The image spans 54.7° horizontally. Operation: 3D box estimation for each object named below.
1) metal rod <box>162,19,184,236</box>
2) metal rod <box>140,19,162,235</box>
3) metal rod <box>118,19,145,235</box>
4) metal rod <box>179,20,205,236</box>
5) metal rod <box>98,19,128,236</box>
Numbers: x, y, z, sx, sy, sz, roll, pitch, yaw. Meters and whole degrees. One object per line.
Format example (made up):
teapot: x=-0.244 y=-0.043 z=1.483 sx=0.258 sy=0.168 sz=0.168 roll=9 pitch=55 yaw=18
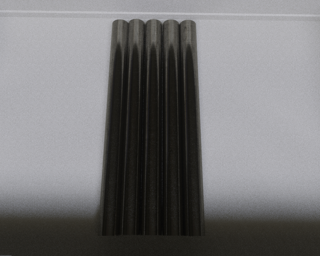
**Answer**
metal rod: x=0.016 y=-0.014 z=0.414 sx=0.025 sy=0.025 sz=0.299 roll=0 pitch=70 yaw=0
metal rod: x=-0.010 y=-0.015 z=0.414 sx=0.025 sy=0.025 sz=0.299 roll=0 pitch=70 yaw=0
metal rod: x=-0.035 y=-0.015 z=0.413 sx=0.025 sy=0.025 sz=0.299 roll=0 pitch=70 yaw=0
metal rod: x=0.041 y=-0.014 z=0.413 sx=0.025 sy=0.025 sz=0.299 roll=0 pitch=70 yaw=0
metal rod: x=-0.059 y=-0.014 z=0.413 sx=0.025 sy=0.025 sz=0.299 roll=0 pitch=70 yaw=0
